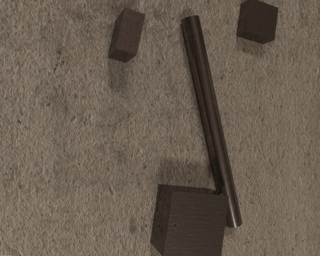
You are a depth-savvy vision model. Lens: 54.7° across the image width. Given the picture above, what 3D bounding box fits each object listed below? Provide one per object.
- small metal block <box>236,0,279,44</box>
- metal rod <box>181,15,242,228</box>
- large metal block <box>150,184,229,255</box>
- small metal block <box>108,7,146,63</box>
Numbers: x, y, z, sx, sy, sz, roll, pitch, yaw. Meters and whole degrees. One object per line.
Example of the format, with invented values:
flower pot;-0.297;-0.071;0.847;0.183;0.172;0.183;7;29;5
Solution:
small metal block;0.146;-0.159;0.465;0.050;0.025;0.050;9;87;-20
metal rod;0.074;-0.005;0.437;0.025;0.025;0.298;-15;95;-20
large metal block;0.038;0.122;0.411;0.081;0.050;0.080;9;87;-20
small metal block;-0.042;-0.112;0.381;0.025;0.050;0.050;13;86;-20
